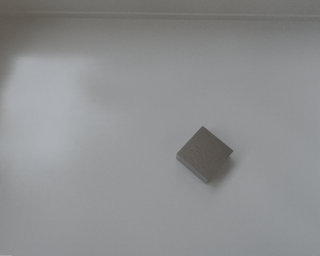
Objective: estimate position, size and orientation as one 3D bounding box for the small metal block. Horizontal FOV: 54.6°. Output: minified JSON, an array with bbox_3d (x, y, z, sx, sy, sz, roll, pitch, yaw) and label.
[{"bbox_3d":[0.056,0.034,0.397,0.050,0.025,0.050,41,75,13],"label":"small metal block"}]
